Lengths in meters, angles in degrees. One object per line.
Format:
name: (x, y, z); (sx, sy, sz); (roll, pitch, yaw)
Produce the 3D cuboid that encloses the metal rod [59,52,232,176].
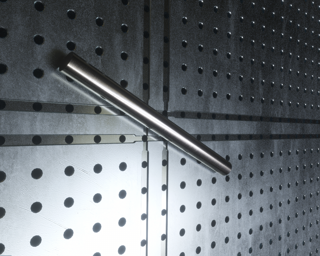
metal rod: (0.003, -0.003, 0.414); (0.301, 0.025, 0.025); (34, 69, -35)
